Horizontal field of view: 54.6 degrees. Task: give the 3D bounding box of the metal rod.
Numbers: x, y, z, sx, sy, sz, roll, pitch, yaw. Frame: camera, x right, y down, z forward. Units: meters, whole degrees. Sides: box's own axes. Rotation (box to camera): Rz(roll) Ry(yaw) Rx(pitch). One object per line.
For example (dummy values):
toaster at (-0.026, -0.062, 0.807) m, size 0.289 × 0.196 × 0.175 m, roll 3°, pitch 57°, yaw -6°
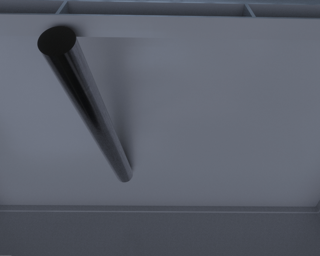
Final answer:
metal rod at (-0.060, 0.007, 0.336) m, size 0.025 × 0.025 × 0.299 m, roll -2°, pitch 155°, yaw 2°
